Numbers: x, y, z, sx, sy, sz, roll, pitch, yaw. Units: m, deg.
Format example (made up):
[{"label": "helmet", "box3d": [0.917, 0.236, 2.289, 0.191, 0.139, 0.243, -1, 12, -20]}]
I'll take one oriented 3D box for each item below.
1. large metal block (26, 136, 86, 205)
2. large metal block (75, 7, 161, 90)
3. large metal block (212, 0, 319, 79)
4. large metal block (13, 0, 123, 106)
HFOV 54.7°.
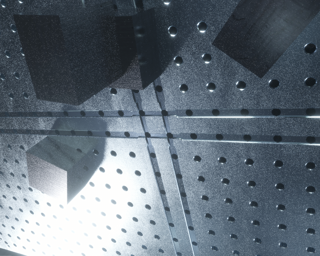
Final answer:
[{"label": "large metal block", "box3d": [-0.176, 0.072, 0.530, 0.080, 0.050, 0.079, 22, 127, 14]}, {"label": "large metal block", "box3d": [-0.050, -0.093, 0.362, 0.080, 0.050, 0.079, 7, 122, 24]}, {"label": "large metal block", "box3d": [0.097, -0.100, 0.262, 0.050, 0.080, 0.079, 37, 129, 3]}, {"label": "large metal block", "box3d": [-0.084, -0.078, 0.306, 0.050, 0.080, 0.079, 10, 123, 23]}]
